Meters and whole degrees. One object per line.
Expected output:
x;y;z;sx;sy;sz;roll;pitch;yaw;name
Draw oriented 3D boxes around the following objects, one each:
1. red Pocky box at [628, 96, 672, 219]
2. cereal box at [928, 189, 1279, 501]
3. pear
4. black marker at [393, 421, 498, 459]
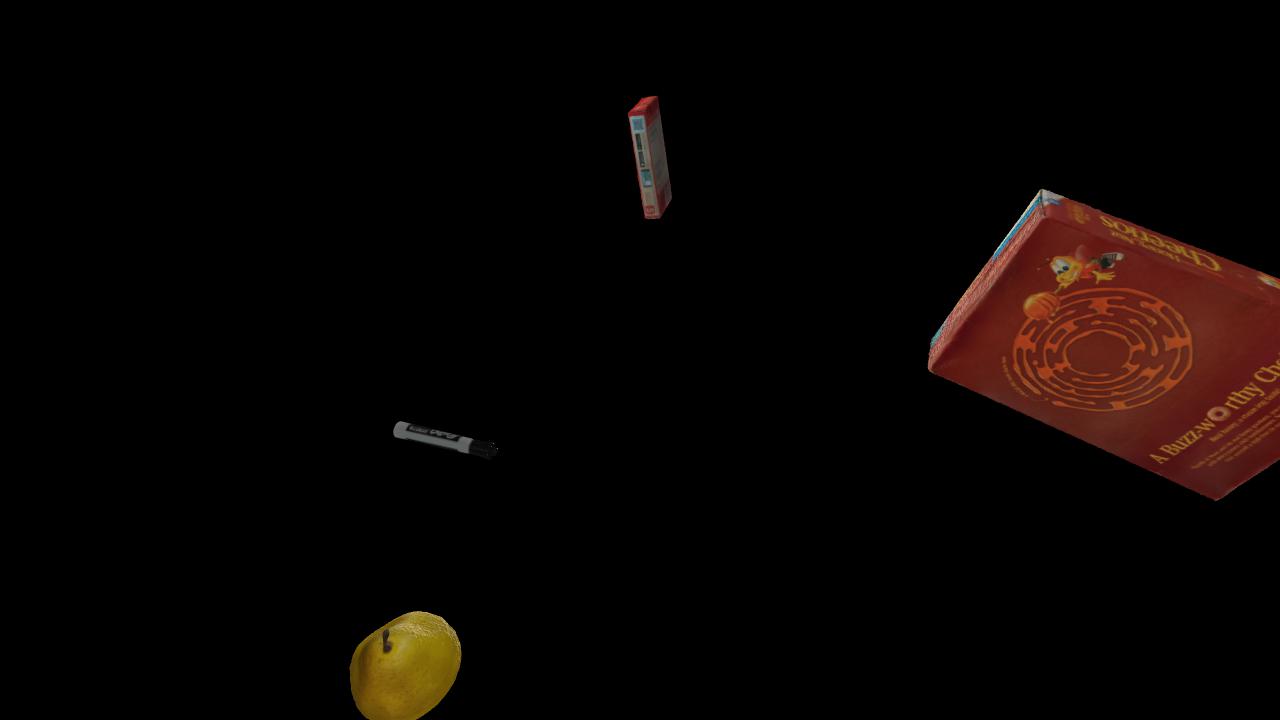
0.016;-0.293;0.893;0.028;0.155;0.083;1;35;18;red Pocky box
0.478;-0.012;0.600;0.306;0.203;0.081;27;44;13;cereal box
-0.177;0.221;0.445;0.080;0.080;0.111;0;-28;2;pear
-0.212;0.088;0.671;0.121;0.020;0.020;11;2;13;black marker
